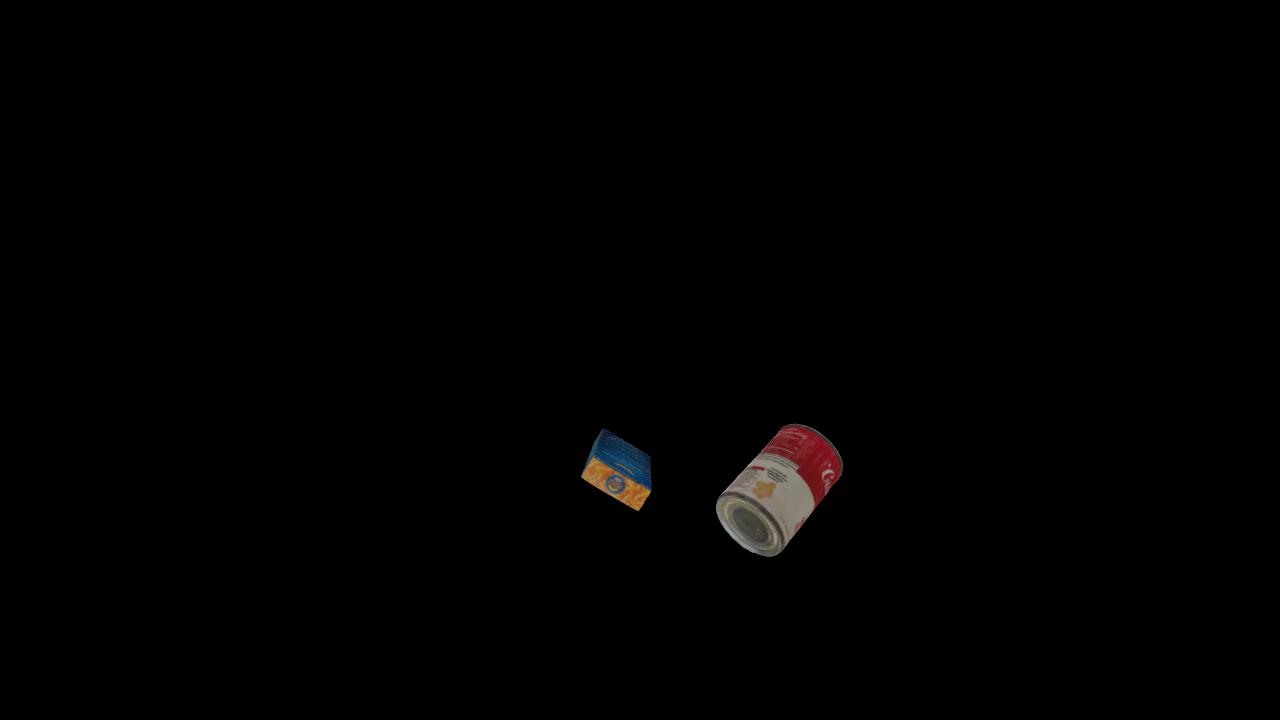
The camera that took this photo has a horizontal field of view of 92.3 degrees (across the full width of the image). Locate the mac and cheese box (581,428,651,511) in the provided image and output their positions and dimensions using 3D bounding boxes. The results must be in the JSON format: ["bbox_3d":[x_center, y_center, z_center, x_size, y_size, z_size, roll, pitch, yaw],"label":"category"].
[{"bbox_3d":[-0.030,0.154,0.897,0.093,0.041,0.184,32,5,-2],"label":"mac and cheese box"}]

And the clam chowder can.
[{"bbox_3d":[0.121,0.112,0.535,0.102,0.068,0.068,-37,23,-33],"label":"clam chowder can"}]
